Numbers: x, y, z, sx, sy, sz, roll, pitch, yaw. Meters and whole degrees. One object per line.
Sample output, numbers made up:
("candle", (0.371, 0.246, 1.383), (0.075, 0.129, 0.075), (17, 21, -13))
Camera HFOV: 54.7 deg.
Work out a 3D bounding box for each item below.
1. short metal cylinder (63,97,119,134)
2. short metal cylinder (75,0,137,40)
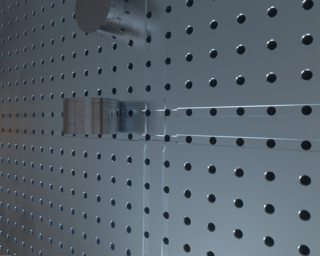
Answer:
("short metal cylinder", (-0.100, -0.016, 0.453), (0.080, 0.081, 0.050), (0, 90, 39))
("short metal cylinder", (-0.080, -0.175, 0.457), (0.080, 0.050, 0.079), (0, 90, 39))
